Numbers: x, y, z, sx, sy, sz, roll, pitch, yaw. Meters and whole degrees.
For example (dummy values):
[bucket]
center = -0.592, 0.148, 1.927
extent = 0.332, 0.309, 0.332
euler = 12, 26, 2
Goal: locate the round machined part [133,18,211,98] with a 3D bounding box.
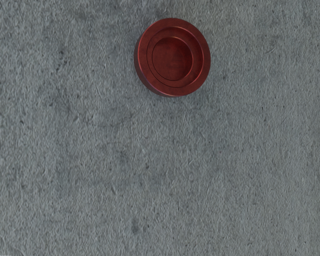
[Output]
[round machined part]
center = 0.013, -0.088, 0.404
extent = 0.099, 0.042, 0.097
euler = 0, 90, -20
